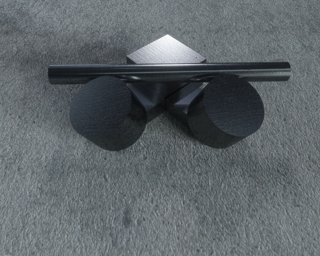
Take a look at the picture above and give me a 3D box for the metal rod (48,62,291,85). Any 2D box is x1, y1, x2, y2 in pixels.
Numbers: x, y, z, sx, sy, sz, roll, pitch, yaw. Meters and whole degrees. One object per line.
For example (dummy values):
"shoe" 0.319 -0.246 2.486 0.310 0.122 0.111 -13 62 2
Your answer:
"metal rod" 0.013 -0.070 0.397 0.302 0.025 0.025 -1 50 -1

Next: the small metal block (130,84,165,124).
"small metal block" -0.028 -0.032 0.431 0.050 0.025 0.050 -35 59 -27

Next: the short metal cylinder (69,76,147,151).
"short metal cylinder" -0.063 -0.017 0.383 0.080 0.050 0.080 -7 66 17

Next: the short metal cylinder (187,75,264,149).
"short metal cylinder" 0.081 -0.019 0.387 0.081 0.050 0.080 7 68 -16

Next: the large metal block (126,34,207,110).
"large metal block" 0.009 -0.084 0.457 0.080 0.050 0.080 -35 58 -26

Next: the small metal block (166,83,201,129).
"small metal block" 0.044 -0.031 0.430 0.050 0.025 0.050 -36 59 -26
